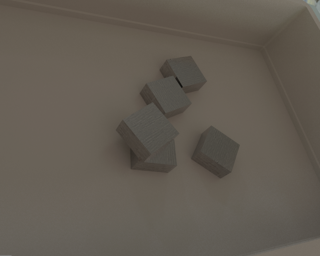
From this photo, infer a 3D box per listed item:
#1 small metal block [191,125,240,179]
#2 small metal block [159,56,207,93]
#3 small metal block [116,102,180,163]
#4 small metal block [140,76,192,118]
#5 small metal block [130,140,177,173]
[{"bbox_3d":[0.078,0.033,0.429,0.050,0.025,0.050,34,51,-6],"label":"small metal block"},{"bbox_3d":[0.036,-0.081,0.476,0.050,0.025,0.050,-18,71,-35],"label":"small metal block"},{"bbox_3d":[-0.014,0.005,0.365,0.050,0.025,0.050,-34,81,-38],"label":"small metal block"},{"bbox_3d":[0.008,-0.042,0.437,0.050,0.025,0.050,-22,74,-36],"label":"small metal block"},{"bbox_3d":[-0.009,0.026,0.386,0.050,0.025,0.050,9,58,-24],"label":"small metal block"}]
